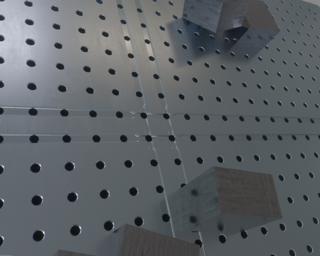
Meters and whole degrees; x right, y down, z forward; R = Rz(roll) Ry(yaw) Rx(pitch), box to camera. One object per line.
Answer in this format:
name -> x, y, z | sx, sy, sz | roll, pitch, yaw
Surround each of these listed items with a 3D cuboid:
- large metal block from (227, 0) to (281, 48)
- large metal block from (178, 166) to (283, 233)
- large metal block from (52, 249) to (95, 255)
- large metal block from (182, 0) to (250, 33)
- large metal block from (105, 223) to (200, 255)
large metal block -> 0.176, -0.208, 0.613 | 0.081, 0.050, 0.080 | -4, 64, -30
large metal block -> 0.077, 0.087, 0.361 | 0.081, 0.080, 0.050 | 11, 57, -23
large metal block -> -0.072, 0.148, 0.244 | 0.050, 0.080, 0.080 | 18, 55, -18
large metal block -> 0.100, -0.216, 0.557 | 0.081, 0.050, 0.080 | -26, 50, -37
large metal block -> -0.013, 0.147, 0.295 | 0.080, 0.050, 0.080 | 22, 54, -15
